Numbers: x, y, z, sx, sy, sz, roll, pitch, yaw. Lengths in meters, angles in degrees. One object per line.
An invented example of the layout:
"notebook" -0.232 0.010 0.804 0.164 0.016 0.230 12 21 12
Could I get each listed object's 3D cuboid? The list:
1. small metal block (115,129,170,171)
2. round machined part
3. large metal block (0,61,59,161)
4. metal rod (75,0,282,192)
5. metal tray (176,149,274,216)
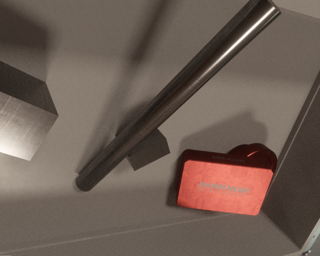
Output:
"small metal block" -0.022 0.021 0.394 0.050 0.050 0.025 -26 128 -13
"round machined part" 0.144 0.066 0.520 0.099 0.042 0.097 -14 124 -21
"large metal block" -0.147 -0.024 0.278 0.080 0.080 0.050 27 103 -38
"metal rod" -0.006 -0.013 0.321 0.025 0.025 0.299 19 132 -36
"metal tray" 0.095 0.085 0.476 0.131 0.030 0.089 7 118 -2
